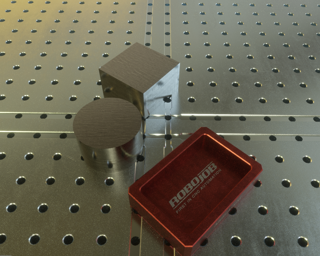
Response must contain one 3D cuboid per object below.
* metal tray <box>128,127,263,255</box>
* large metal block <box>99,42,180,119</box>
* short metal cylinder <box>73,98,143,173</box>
[{"bbox_3d":[0.041,0.064,0.350,0.090,0.030,0.131,37,59,27],"label":"metal tray"},{"bbox_3d":[-0.028,-0.071,0.451,0.080,0.050,0.080,31,56,23],"label":"large metal block"},{"bbox_3d":[-0.062,0.008,0.384,0.081,0.050,0.080,0,50,0],"label":"short metal cylinder"}]
